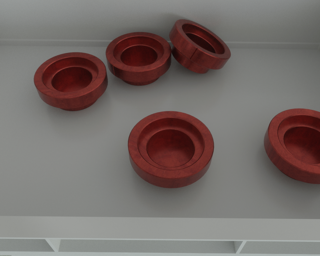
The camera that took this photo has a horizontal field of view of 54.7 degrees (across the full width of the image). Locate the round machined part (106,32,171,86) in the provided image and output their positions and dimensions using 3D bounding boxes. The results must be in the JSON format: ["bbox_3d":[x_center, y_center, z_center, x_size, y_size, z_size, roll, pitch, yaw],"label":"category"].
[{"bbox_3d":[-0.032,-0.103,0.480,0.099,0.042,0.098,0,50,0],"label":"round machined part"}]

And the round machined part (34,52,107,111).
[{"bbox_3d":[-0.124,-0.062,0.445,0.099,0.042,0.098,0,50,0],"label":"round machined part"}]

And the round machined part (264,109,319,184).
[{"bbox_3d":[0.176,0.026,0.375,0.099,0.042,0.098,0,50,0],"label":"round machined part"}]

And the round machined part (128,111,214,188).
[{"bbox_3d":[0.012,0.029,0.370,0.099,0.042,0.098,0,50,0],"label":"round machined part"}]

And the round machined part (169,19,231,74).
[{"bbox_3d":[0.057,-0.122,0.480,0.099,0.042,0.098,21,38,-17],"label":"round machined part"}]
